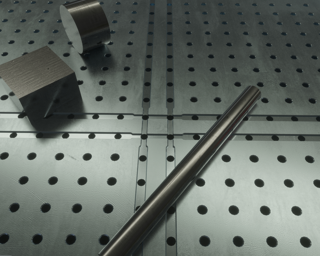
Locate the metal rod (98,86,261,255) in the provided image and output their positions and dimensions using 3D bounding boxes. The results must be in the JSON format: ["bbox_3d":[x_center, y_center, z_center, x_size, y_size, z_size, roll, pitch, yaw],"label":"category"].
[{"bbox_3d":[0.043,0.039,0.374,0.025,0.025,0.301,31,56,23],"label":"metal rod"}]

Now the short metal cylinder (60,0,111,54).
[{"bbox_3d":[-0.124,-0.170,0.514,0.050,0.080,0.080,-28,56,-21],"label":"short metal cylinder"}]

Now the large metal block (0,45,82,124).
[{"bbox_3d":[-0.173,-0.064,0.444,0.080,0.050,0.080,-33,58,-25],"label":"large metal block"}]
